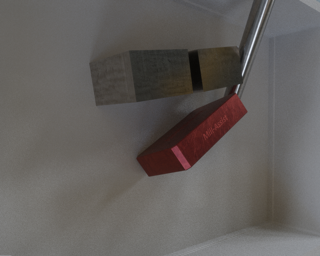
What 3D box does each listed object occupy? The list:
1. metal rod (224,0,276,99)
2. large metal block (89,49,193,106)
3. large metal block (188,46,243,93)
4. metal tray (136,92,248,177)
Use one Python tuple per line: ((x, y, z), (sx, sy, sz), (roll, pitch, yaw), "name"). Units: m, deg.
((0.122, -0.120, 0.408), (0.025, 0.025, 0.298), (-25, 139, -37), "metal rod")
((-0.022, -0.057, 0.354), (0.081, 0.080, 0.050), (-13, 99, -40), "large metal block")
((0.051, -0.076, 0.416), (0.081, 0.080, 0.050), (-16, 101, -39), "large metal block")
((0.041, 0.008, 0.397), (0.131, 0.090, 0.030), (-38, 99, -33), "metal tray")
